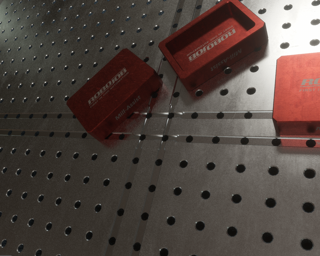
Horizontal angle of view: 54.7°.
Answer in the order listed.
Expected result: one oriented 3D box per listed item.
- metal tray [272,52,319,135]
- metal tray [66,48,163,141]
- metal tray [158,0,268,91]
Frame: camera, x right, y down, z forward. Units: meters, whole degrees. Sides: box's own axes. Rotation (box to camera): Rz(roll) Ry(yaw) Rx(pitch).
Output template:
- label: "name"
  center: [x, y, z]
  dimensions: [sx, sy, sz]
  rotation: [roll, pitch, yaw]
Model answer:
- label: "metal tray"
  center: [0.192, -0.039, 0.328]
  dimensions: [0.130, 0.030, 0.090]
  rotation: [0, 62, 27]
- label: "metal tray"
  center: [-0.071, -0.054, 0.474]
  dimensions: [0.130, 0.030, 0.090]
  rotation: [-43, 51, -3]
- label: "metal tray"
  center: [0.072, -0.122, 0.440]
  dimensions: [0.130, 0.030, 0.090]
  rotation: [-33, 52, 6]
